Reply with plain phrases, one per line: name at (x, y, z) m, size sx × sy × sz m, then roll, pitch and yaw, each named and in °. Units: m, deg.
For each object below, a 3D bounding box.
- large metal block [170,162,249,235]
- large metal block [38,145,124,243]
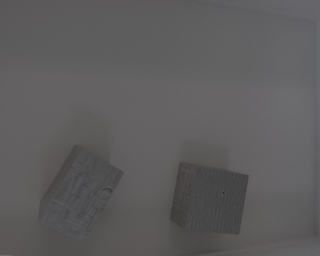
large metal block at (0.066, 0.094, 0.422) m, size 0.081 × 0.050 × 0.080 m, roll 12°, pitch 86°, yaw -20°
large metal block at (-0.091, 0.068, 0.348) m, size 0.050 × 0.080 × 0.080 m, roll 32°, pitch 80°, yaw -17°
